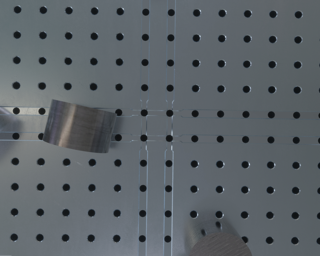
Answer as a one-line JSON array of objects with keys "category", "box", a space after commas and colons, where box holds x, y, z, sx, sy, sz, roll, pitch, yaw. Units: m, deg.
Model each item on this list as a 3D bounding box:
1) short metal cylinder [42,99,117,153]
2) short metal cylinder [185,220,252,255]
[{"category": "short metal cylinder", "box": [-0.098, -0.002, 0.385, 0.080, 0.080, 0.050, 13, 90, 0]}, {"category": "short metal cylinder", "box": [0.074, 0.167, 0.401, 0.081, 0.050, 0.079, 0, 90, 0]}]
